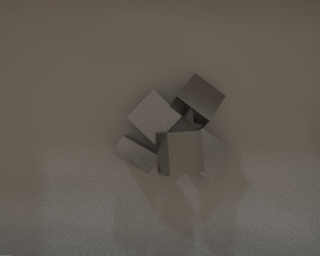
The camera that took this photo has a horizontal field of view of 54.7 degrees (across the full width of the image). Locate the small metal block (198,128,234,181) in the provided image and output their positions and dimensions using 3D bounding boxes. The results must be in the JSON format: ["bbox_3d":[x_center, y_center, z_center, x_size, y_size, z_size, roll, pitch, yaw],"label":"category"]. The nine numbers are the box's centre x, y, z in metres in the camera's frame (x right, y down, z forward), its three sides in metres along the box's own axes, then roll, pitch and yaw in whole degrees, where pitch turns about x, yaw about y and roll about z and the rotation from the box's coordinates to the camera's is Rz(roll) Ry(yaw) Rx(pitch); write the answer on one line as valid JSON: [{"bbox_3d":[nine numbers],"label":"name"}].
[{"bbox_3d":[0.060,0.034,0.410,0.050,0.025,0.050,35,90,-1],"label":"small metal block"}]

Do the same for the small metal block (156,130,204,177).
[{"bbox_3d":[0.024,0.029,0.374,0.050,0.025,0.050,-4,90,-33],"label":"small metal block"}]

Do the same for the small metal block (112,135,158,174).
[{"bbox_3d":[-0.029,0.032,0.396,0.050,0.050,0.025,29,90,-1],"label":"small metal block"}]

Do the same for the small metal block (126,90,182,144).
[{"bbox_3d":[-0.008,-0.014,0.409,0.050,0.025,0.050,44,90,-1],"label":"small metal block"}]

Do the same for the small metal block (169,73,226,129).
[{"bbox_3d":[0.049,-0.035,0.399,0.050,0.025,0.050,37,57,-1],"label":"small metal block"}]
